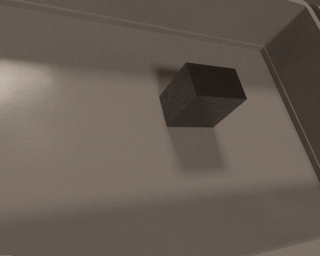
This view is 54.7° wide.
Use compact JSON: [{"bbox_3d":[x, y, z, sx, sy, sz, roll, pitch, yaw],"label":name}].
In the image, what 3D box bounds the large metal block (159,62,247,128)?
[{"bbox_3d":[0.057,-0.042,0.428,0.081,0.080,0.050,1,62,-28],"label":"large metal block"}]
